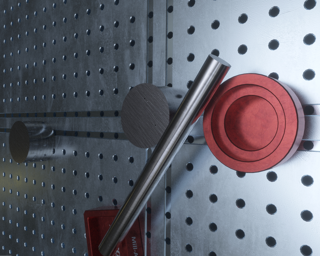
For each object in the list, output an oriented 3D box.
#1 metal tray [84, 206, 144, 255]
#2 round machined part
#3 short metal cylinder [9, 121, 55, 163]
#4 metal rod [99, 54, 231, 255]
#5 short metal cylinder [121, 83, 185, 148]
[{"bbox_3d":[-0.068,0.185,0.462,0.090,0.030,0.129,-14,81,39],"label":"metal tray"},{"bbox_3d":[0.097,-0.005,0.318,0.098,0.042,0.097,0,90,40],"label":"round machined part"},{"bbox_3d":[-0.248,0.026,0.598,0.080,0.050,0.080,0,90,40],"label":"short metal cylinder"},{"bbox_3d":[-0.007,0.051,0.368,0.025,0.025,0.298,45,119,30],"label":"metal rod"},{"bbox_3d":[-0.004,-0.015,0.396,0.080,0.050,0.080,0,90,40],"label":"short metal cylinder"}]
